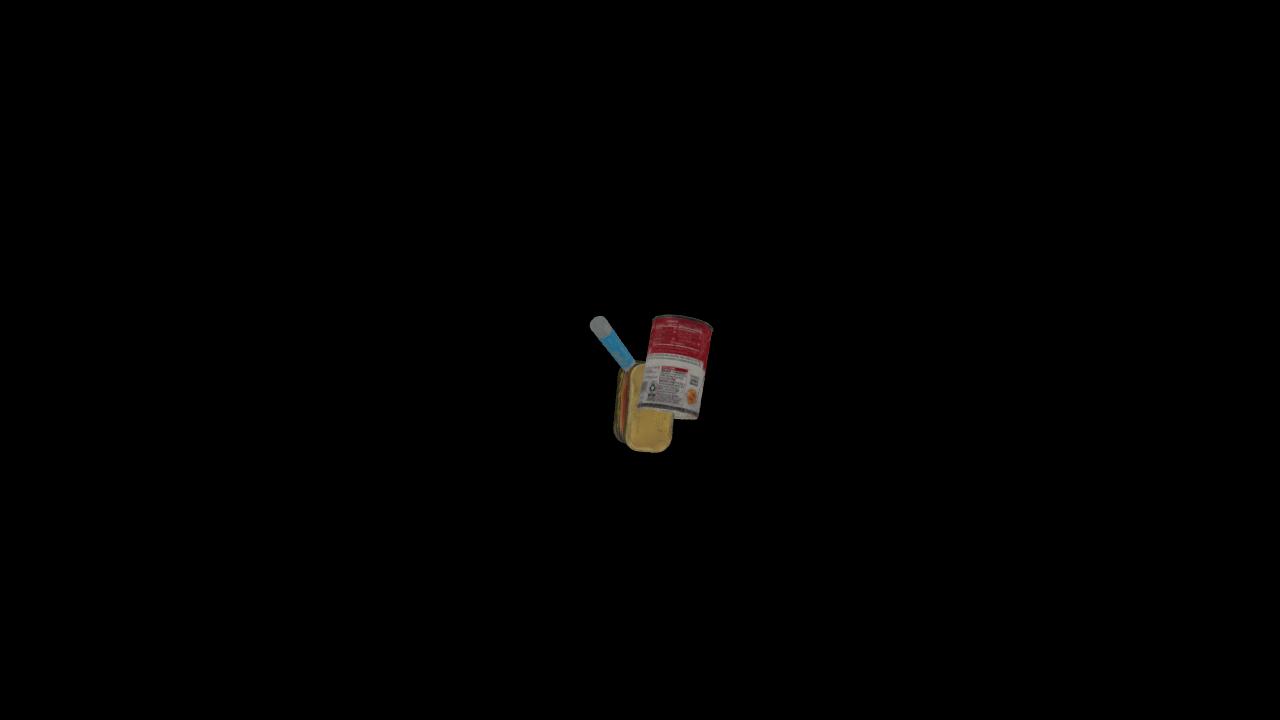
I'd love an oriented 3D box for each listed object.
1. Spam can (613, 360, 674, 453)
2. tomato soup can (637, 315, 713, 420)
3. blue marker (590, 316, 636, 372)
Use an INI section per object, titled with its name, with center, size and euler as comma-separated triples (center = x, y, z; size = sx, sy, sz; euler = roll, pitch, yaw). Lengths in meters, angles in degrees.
[Spam can]
center = 0.006, 0.052, 0.701
size = 0.058, 0.101, 0.085
euler = 5, 0, -10
[tomato soup can]
center = 0.038, 0.009, 0.660
size = 0.068, 0.101, 0.068
euler = 10, -13, 2
[blue marker]
center = -0.022, -0.008, 0.666
size = 0.020, 0.020, 0.121
euler = 0, -28, 22
